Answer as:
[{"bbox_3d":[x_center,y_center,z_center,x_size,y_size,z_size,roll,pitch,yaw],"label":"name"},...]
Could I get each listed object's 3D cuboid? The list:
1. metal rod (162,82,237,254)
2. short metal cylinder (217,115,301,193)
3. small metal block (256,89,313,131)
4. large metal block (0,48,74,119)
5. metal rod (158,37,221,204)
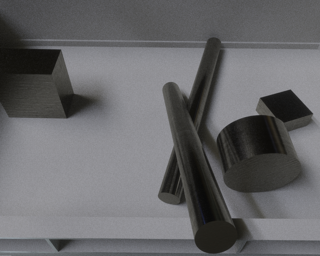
[{"bbox_3d":[0.024,0.004,0.317,0.025,0.025,0.300,-2,24,-2],"label":"metal rod"},{"bbox_3d":[0.107,0.031,0.345,0.081,0.080,0.050,-1,50,-2],"label":"short metal cylinder"},{"bbox_3d":[0.170,-0.022,0.426,0.050,0.025,0.050,-16,52,-13],"label":"small metal block"},{"bbox_3d":[-0.169,-0.058,0.416,0.081,0.080,0.050,1,50,0],"label":"large metal block"},{"bbox_3d":[0.051,-0.033,0.433,0.025,0.025,0.300,13,51,10],"label":"metal rod"}]
